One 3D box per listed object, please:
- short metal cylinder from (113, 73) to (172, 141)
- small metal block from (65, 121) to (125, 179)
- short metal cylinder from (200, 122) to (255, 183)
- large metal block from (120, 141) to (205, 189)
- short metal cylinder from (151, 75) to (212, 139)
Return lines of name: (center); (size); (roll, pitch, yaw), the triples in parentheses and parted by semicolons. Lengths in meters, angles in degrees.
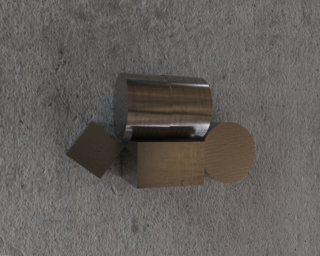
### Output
short metal cylinder: (-0.023, -0.025, 0.373); (0.050, 0.080, 0.079); (1, 90, -20)
small metal block: (-0.080, 0.026, 0.381); (0.050, 0.025, 0.050); (40, 77, -16)
short metal cylinder: (0.082, 0.032, 0.427); (0.081, 0.050, 0.079); (0, 90, -20)
large metal block: (0.000, 0.040, 0.382); (0.081, 0.080, 0.050); (1, 90, -20)
short metal cylinder: (0.024, -0.025, 0.390); (0.050, 0.080, 0.079); (1, 90, -20)
